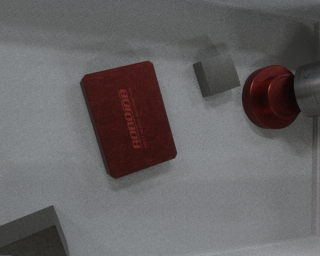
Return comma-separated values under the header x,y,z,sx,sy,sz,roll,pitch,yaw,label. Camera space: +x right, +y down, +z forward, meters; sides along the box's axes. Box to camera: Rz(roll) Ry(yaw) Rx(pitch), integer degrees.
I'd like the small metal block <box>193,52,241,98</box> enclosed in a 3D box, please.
x,y,z,sx,sy,sz,roll,pitch,yaw,label
0.081,-0.076,0.442,0.050,0.025,0.050,-21,97,-19,small metal block

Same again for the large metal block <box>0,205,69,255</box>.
x,y,z,sx,sy,sz,roll,pitch,yaw,label
-0.144,0.130,0.328,0.081,0.080,0.050,-20,97,-19,large metal block

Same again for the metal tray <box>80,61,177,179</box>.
x,y,z,sx,sy,sz,roll,pitch,yaw,label
-0.039,-0.012,0.394,0.091,0.030,0.129,-17,96,-20,metal tray

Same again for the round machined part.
x,y,z,sx,sy,sz,roll,pitch,yaw,label
0.178,-0.047,0.469,0.099,0.042,0.097,0,90,-20,round machined part

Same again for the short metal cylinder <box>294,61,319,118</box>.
x,y,z,sx,sy,sz,roll,pitch,yaw,label
0.237,-0.058,0.447,0.081,0.050,0.080,7,80,-40,short metal cylinder
